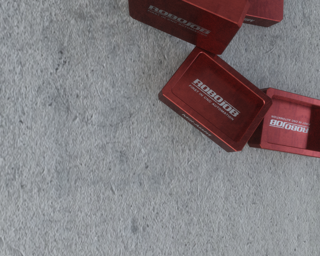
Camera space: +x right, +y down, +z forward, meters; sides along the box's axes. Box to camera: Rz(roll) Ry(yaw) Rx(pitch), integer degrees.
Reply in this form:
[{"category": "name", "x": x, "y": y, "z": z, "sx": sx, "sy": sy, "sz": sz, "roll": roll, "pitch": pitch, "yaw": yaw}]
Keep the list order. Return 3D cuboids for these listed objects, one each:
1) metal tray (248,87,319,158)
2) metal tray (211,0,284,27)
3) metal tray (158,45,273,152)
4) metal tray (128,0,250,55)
[{"category": "metal tray", "x": 0.204, "y": -0.006, "z": 0.481, "sx": 0.131, "sy": 0.030, "sz": 0.089, "roll": 10, "pitch": 87, "yaw": -20}, {"category": "metal tray", "x": 0.118, "y": -0.204, "z": 0.449, "sx": 0.131, "sy": 0.030, "sz": 0.089, "roll": 2, "pitch": 89, "yaw": -20}, {"category": "metal tray", "x": 0.075, "y": -0.039, "z": 0.419, "sx": 0.130, "sy": 0.030, "sz": 0.090, "roll": 38, "pitch": 78, "yaw": -4}, {"category": "metal tray", "x": 0.028, "y": -0.139, "z": 0.364, "sx": 0.131, "sy": 0.090, "sz": 0.030, "roll": 23, "pitch": 82, "yaw": 0}]
